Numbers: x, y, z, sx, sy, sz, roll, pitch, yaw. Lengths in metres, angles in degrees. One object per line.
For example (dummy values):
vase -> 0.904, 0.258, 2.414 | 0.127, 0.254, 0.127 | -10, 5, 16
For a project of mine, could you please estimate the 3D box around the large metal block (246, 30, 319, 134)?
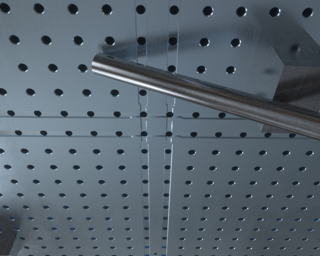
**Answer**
large metal block -> 0.134, -0.050, 0.334 | 0.050, 0.080, 0.079 | 2, 130, -2

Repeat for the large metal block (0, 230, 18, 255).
large metal block -> -0.324, 0.239, 0.596 | 0.081, 0.050, 0.079 | 12, 129, -10

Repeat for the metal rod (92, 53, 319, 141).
metal rod -> 0.066, -0.028, 0.307 | 0.301, 0.025, 0.025 | 18, 132, 17
